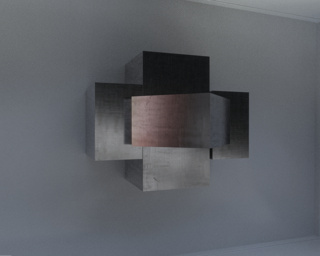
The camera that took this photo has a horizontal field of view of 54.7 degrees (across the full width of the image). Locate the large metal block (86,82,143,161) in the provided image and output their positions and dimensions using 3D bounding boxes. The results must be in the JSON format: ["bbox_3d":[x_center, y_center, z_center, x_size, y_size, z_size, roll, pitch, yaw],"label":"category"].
[{"bbox_3d":[-0.056,-0.007,0.360,0.050,0.080,0.080,0,90,-20],"label":"large metal block"}]

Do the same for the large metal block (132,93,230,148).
[{"bbox_3d":[0.025,-0.007,0.329,0.080,0.080,0.050,-1,91,-65],"label":"large metal block"}]

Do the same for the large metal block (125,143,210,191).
[{"bbox_3d":[0.006,0.043,0.382,0.081,0.080,0.050,0,90,-20],"label":"large metal block"}]

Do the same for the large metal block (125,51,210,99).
[{"bbox_3d":[0.006,-0.058,0.382,0.081,0.080,0.050,0,90,-20],"label":"large metal block"}]

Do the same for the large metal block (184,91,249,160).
[{"bbox_3d":[0.070,-0.004,0.404,0.050,0.080,0.080,0,90,-21],"label":"large metal block"}]
